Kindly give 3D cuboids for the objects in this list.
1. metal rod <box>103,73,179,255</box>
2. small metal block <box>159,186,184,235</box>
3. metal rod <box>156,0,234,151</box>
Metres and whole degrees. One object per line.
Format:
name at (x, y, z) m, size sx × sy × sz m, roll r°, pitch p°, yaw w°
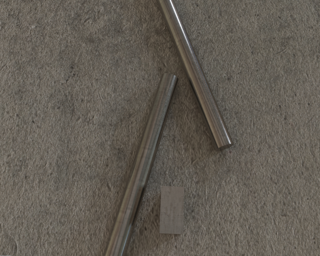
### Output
metal rod at (-0.027, 0.065, 0.383) m, size 0.025 × 0.025 × 0.299 m, roll 15°, pitch 71°, yaw 5°
small metal block at (0.013, 0.097, 0.359) m, size 0.025 × 0.050 × 0.050 m, roll 2°, pitch 70°, yaw 1°
metal rod at (0.038, -0.109, 0.447) m, size 0.025 × 0.025 × 0.299 m, roll -17°, pitch 71°, yaw -6°
